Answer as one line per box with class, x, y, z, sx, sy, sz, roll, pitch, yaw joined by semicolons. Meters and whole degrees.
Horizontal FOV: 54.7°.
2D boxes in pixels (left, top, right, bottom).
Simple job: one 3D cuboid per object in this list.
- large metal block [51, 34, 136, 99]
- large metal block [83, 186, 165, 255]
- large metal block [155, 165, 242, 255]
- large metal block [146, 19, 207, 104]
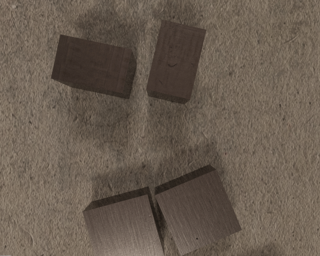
large metal block;-0.076;-0.071;0.381;0.080;0.080;0.050;12;90;-1
large metal block;-0.044;0.128;0.397;0.080;0.050;0.080;-15;90;-1
large metal block;0.046;0.102;0.398;0.080;0.050;0.080;-23;90;-1
large metal block;0.018;-0.076;0.383;0.050;0.080;0.080;13;90;0
